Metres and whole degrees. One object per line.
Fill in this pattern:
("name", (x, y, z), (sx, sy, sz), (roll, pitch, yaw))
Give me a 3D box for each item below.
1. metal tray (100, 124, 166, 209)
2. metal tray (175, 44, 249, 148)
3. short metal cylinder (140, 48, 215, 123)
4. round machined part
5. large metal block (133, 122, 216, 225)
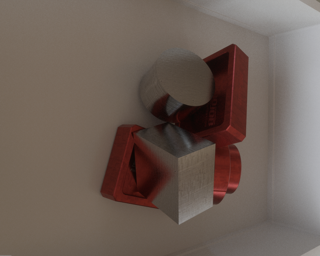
("metal tray", (-0.004, 0.056, 0.399), (0.131, 0.030, 0.090), (22, 76, -38))
("metal tray", (0.065, -0.036, 0.399), (0.030, 0.090, 0.130), (32, 54, -33))
("short metal cylinder", (0.021, -0.053, 0.389), (0.081, 0.050, 0.080), (12, 63, -23))
("round machined part", (0.077, 0.054, 0.419), (0.042, 0.098, 0.097), (5, 86, -10))
("large metal block", (0.015, 0.047, 0.353), (0.050, 0.080, 0.079), (-18, 117, -33))
